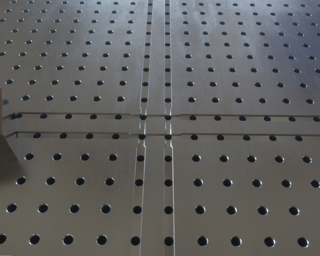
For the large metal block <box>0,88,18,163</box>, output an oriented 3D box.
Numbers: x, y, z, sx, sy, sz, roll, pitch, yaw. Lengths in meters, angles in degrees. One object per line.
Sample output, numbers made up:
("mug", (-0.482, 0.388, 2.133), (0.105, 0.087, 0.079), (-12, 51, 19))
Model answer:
("large metal block", (-0.230, 0.003, 0.386), (0.081, 0.050, 0.080), (-14, 52, -12))
